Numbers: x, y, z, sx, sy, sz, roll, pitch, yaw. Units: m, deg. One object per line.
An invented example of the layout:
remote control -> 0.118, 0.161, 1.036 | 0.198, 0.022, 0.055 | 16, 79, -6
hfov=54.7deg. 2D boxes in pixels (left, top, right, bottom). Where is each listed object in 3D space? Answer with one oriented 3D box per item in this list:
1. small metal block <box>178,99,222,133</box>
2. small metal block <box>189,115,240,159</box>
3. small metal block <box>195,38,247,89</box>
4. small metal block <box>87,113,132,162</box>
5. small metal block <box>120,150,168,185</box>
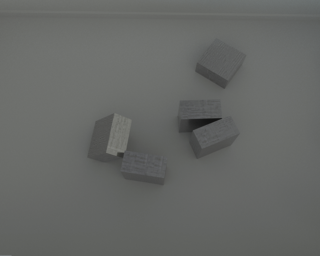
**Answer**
small metal block -> 0.050, -0.015, 0.402 | 0.050, 0.050, 0.025 | -2, 70, -1
small metal block -> 0.067, 0.013, 0.392 | 0.050, 0.050, 0.025 | -21, 72, -8
small metal block -> 0.087, -0.093, 0.444 | 0.050, 0.025, 0.050 | 34, 73, 11
small metal block -> -0.064, 0.014, 0.388 | 0.025, 0.050, 0.050 | 22, 66, -33
small metal block -> -0.018, 0.050, 0.378 | 0.050, 0.050, 0.025 | 8, 71, 3
